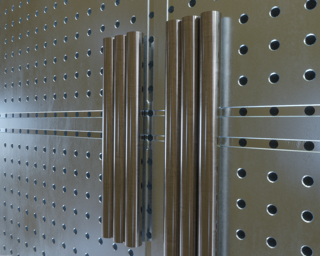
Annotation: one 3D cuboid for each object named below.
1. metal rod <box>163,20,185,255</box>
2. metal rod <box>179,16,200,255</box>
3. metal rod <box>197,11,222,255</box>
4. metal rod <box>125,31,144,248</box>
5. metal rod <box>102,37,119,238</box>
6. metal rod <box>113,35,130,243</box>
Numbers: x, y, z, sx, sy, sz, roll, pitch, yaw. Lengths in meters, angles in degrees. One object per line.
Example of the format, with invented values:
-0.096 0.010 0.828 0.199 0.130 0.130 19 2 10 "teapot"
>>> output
0.018 0.016 0.395 0.025 0.025 0.298 1 91 40 "metal rod"
0.037 0.017 0.379 0.025 0.025 0.298 1 91 40 "metal rod"
0.058 0.017 0.362 0.025 0.025 0.298 1 91 40 "metal rod"
-0.036 0.016 0.440 0.025 0.025 0.298 1 91 40 "metal rod"
-0.075 0.015 0.472 0.025 0.025 0.298 1 91 40 "metal rod"
-0.055 0.016 0.456 0.025 0.025 0.298 1 91 40 "metal rod"
